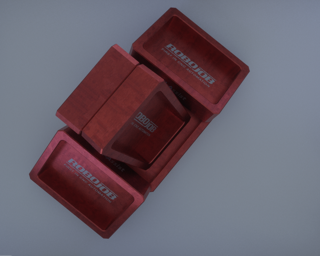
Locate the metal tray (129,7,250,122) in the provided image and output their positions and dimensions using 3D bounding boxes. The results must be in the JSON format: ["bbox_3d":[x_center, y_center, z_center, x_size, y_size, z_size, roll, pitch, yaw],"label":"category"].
[{"bbox_3d":[0.038,-0.081,0.390,0.130,0.030,0.090,39,64,0],"label":"metal tray"}]

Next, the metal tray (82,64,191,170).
[{"bbox_3d":[-0.018,-0.004,0.345,0.030,0.130,0.090,40,90,23],"label":"metal tray"}]

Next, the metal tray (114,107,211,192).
[{"bbox_3d":[-0.006,0.006,0.407,0.090,0.030,0.130,39,90,-1],"label":"metal tray"}]

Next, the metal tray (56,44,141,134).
[{"bbox_3d":[-0.059,-0.037,0.355,0.030,0.130,0.090,40,90,0],"label":"metal tray"}]

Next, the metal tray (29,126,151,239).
[{"bbox_3d":[-0.088,0.067,0.389,0.130,0.030,0.090,40,114,-1],"label":"metal tray"}]
